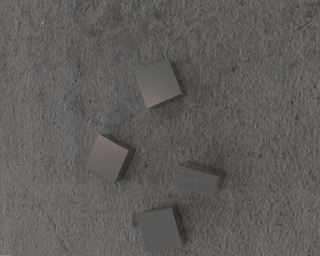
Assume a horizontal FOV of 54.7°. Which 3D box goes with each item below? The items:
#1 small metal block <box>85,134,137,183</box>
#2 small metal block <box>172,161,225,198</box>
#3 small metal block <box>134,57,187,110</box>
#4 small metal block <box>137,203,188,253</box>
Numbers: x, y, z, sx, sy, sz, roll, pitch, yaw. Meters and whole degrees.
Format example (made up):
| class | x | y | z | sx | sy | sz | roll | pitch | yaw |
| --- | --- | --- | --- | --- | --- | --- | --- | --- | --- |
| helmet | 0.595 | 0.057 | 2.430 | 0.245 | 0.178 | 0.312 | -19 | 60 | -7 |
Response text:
| class | x | y | z | sx | sy | sz | roll | pitch | yaw |
| --- | --- | --- | --- | --- | --- | --- | --- | --- | --- |
| small metal block | -0.069 | 0.042 | 0.433 | 0.050 | 0.025 | 0.050 | 27 | 99 | 18 |
| small metal block | 0.049 | 0.061 | 0.378 | 0.050 | 0.050 | 0.025 | 13 | 95 | 19 |
| small metal block | 0.001 | -0.057 | 0.409 | 0.050 | 0.025 | 0.050 | -22 | 83 | 18 |
| small metal block | 0.003 | 0.131 | 0.408 | 0.050 | 0.025 | 0.050 | -17 | 84 | 19 |
